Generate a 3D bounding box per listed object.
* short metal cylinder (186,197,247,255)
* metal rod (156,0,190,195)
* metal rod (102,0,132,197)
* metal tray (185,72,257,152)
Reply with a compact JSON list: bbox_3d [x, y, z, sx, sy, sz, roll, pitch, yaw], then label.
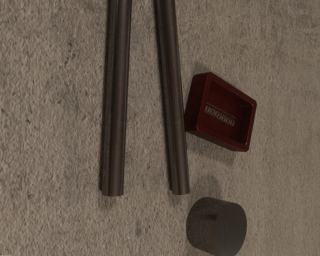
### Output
[{"bbox_3d":[0.085,0.147,0.463,0.081,0.050,0.079,0,90,-40],"label":"short metal cylinder"},{"bbox_3d":[0.017,-0.058,0.420,0.025,0.025,0.298,-9,96,-40],"label":"metal rod"},{"bbox_3d":[-0.049,-0.072,0.364,0.025,0.025,0.298,4,88,-40],"label":"metal rod"},{"bbox_3d":[0.098,-0.021,0.485,0.131,0.030,0.090,22,76,-38],"label":"metal tray"}]
